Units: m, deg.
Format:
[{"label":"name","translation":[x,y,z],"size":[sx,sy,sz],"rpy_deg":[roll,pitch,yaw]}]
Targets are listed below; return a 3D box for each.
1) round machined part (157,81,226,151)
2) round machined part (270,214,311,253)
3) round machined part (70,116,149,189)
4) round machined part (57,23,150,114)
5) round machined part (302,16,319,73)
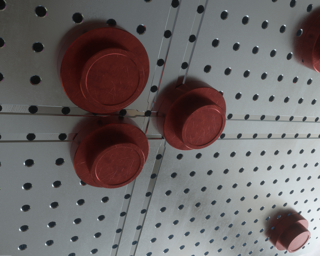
[{"label":"round machined part","translation":[0.049,-0.010,0.420],"size":[0.099,0.042,0.097],"rpy_deg":[-14,124,-21]},{"label":"round machined part","translation":[0.309,0.251,0.723],"size":[0.099,0.042,0.097],"rpy_deg":[-14,124,-21]},{"label":"round machined part","translation":[-0.059,0.037,0.391],"size":[0.099,0.042,0.097],"rpy_deg":[-14,124,-21]},{"label":"round machined part","translation":[-0.056,-0.058,0.333],"size":[0.099,0.042,0.097],"rpy_deg":[-14,124,-21]},{"label":"round machined part","translation":[0.268,-0.128,0.466],"size":[0.099,0.042,0.097],"rpy_deg":[-14,124,-21]}]
